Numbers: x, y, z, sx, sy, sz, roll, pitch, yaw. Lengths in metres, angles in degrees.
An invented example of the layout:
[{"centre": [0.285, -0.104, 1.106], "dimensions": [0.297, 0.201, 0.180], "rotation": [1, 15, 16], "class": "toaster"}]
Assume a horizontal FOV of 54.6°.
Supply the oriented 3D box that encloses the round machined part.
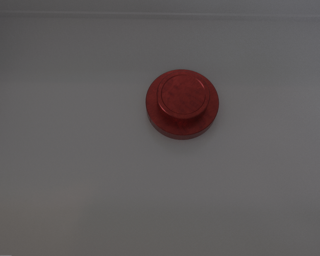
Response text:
[{"centre": [0.030, -0.036, 0.414], "dimensions": [0.099, 0.042, 0.098], "rotation": [0, 70, 0], "class": "round machined part"}]
